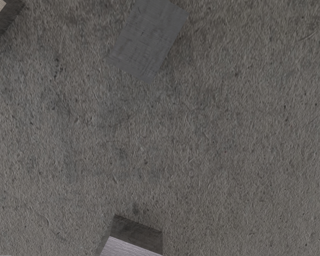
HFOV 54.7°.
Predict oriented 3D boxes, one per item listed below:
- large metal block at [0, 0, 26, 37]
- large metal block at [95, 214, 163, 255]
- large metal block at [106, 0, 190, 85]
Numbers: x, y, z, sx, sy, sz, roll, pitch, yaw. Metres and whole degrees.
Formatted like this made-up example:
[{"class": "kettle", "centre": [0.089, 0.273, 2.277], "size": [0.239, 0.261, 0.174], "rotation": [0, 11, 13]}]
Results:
[{"class": "large metal block", "centre": [-0.216, -0.137, 0.344], "size": [0.080, 0.050, 0.080], "rotation": [42, 105, -14]}, {"class": "large metal block", "centre": [-0.050, 0.189, 0.465], "size": [0.080, 0.050, 0.080], "rotation": [24, 108, -9]}, {"class": "large metal block", "centre": [-0.013, -0.102, 0.342], "size": [0.050, 0.080, 0.080], "rotation": [27, 108, -10]}]
